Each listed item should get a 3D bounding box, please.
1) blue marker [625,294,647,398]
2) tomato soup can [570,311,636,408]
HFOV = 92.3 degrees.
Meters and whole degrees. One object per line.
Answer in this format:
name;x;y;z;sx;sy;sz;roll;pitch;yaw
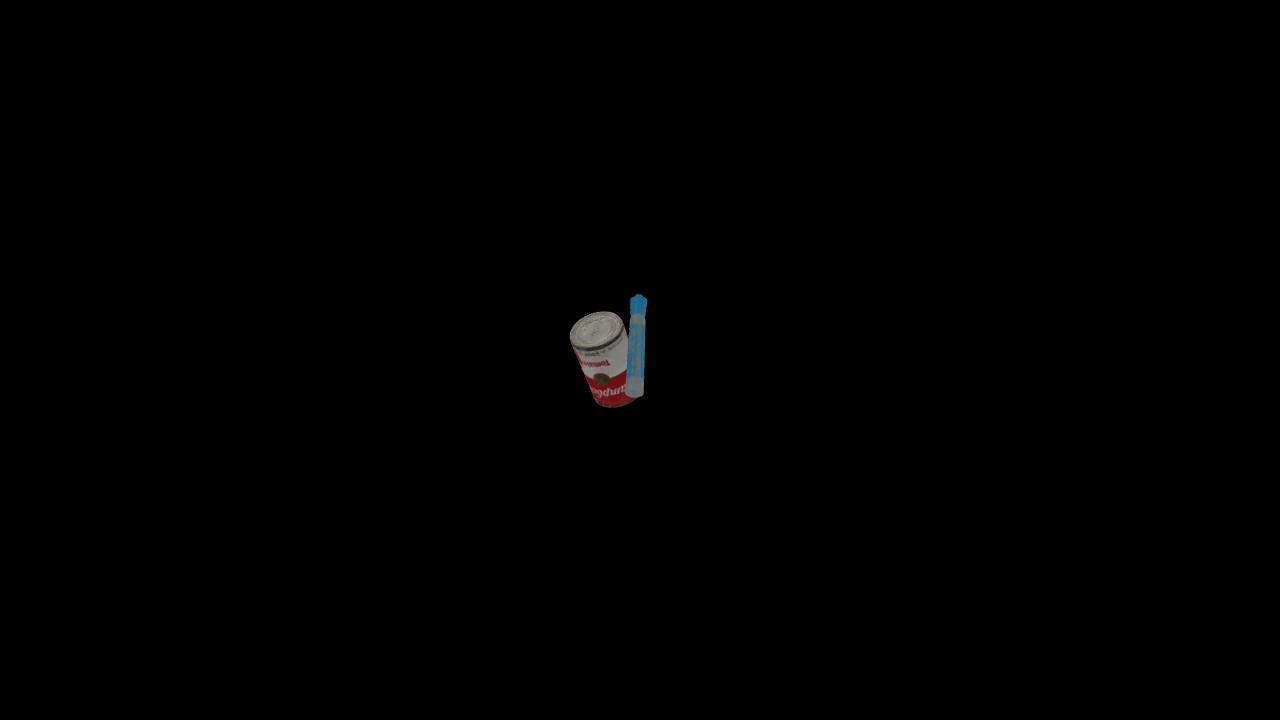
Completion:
blue marker;-0.004;-0.018;0.644;0.020;0.121;0.020;2;-31;1
tomato soup can;-0.039;-0.001;0.747;0.068;0.101;0.068;-10;40;9
